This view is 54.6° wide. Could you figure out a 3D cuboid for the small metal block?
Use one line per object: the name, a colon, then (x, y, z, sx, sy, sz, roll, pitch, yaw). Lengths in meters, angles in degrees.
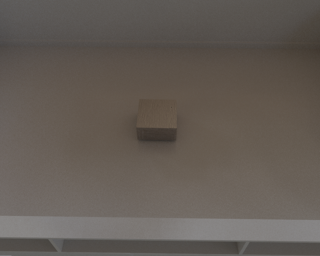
small metal block: (-0.003, -0.011, 0.410, 0.050, 0.025, 0.050, 1, 50, 1)
